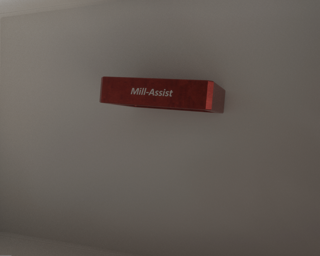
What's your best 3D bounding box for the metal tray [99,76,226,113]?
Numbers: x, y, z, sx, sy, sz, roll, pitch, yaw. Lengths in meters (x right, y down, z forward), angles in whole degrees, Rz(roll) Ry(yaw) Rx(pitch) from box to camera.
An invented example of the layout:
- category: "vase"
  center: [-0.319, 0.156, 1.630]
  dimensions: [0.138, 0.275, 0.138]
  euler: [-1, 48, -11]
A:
- category: "metal tray"
  center: [0.006, -0.039, 0.374]
  dimensions: [0.130, 0.090, 0.030]
  euler: [5, 92, 20]
